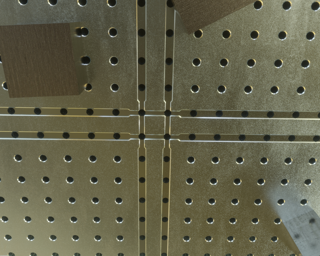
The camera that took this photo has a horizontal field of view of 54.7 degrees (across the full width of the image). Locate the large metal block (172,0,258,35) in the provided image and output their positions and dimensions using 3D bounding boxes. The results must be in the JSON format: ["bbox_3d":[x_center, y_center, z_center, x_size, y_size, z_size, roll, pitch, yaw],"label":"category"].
[{"bbox_3d":[0.049,-0.160,0.342,0.080,0.050,0.080,-25,109,8],"label":"large metal block"}]

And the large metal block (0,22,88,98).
[{"bbox_3d":[-0.136,-0.082,0.368,0.081,0.050,0.079,-2,110,0],"label":"large metal block"}]

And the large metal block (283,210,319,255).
[{"bbox_3d":[0.234,0.184,0.455,0.050,0.080,0.080,-27,108,9],"label":"large metal block"}]
